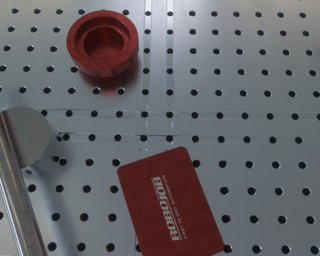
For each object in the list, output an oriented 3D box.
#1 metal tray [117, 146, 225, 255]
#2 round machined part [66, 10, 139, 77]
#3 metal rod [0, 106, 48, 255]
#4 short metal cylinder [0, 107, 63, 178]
[{"bbox_3d":[0.010,0.097,0.374,0.091,0.030,0.130,-18,71,-7],"label":"metal tray"},{"bbox_3d":[-0.079,-0.116,0.444,0.099,0.042,0.098,0,70,0],"label":"round machined part"},{"bbox_3d":[-0.177,0.028,0.347,0.025,0.025,0.299,-24,72,-8],"label":"metal rod"},{"bbox_3d":[-0.170,0.019,0.390,0.081,0.050,0.080,0,70,0],"label":"short metal cylinder"}]
